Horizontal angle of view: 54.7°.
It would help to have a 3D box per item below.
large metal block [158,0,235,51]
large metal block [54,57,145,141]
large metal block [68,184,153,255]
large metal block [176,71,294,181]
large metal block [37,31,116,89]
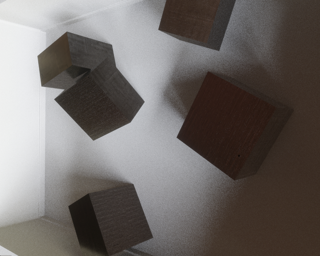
[{"bbox_3d":[0.045,-0.130,0.324,0.050,0.080,0.079,20,104,15],"label":"large metal block"},{"bbox_3d":[-0.083,-0.038,0.431,0.080,0.050,0.080,-24,115,37],"label":"large metal block"},{"bbox_3d":[-0.067,0.129,0.424,0.050,0.081,0.080,-35,69,34],"label":"large metal block"},{"bbox_3d":[0.077,-0.004,0.326,0.080,0.050,0.079,37,112,33],"label":"large metal block"},{"bbox_3d":[-0.125,-0.096,0.471,0.080,0.081,0.050,-21,76,38],"label":"large metal block"}]
